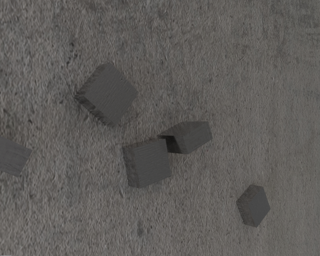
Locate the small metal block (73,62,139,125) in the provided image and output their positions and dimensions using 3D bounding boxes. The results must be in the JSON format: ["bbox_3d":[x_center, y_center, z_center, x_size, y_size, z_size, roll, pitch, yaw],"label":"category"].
[{"bbox_3d":[-0.060,-0.038,0.354,0.050,0.025,0.050,46,63,-31],"label":"small metal block"}]

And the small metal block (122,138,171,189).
[{"bbox_3d":[-0.016,0.043,0.391,0.050,0.025,0.050,-15,100,-39],"label":"small metal block"}]

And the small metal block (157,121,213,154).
[{"bbox_3d":[0.033,0.012,0.416,0.050,0.050,0.025,-28,108,-37],"label":"small metal block"}]

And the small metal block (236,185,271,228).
[{"bbox_3d":[0.164,0.136,0.542,0.050,0.025,0.050,-36,113,-34],"label":"small metal block"}]

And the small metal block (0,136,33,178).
[{"bbox_3d":[-0.147,0.019,0.265,0.050,0.050,0.025,34,69,-35],"label":"small metal block"}]
